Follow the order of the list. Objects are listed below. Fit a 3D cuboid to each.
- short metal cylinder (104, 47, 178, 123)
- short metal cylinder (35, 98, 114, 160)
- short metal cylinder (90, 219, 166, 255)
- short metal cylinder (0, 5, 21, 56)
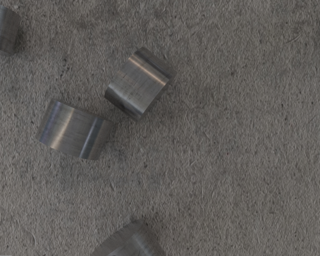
[{"bbox_3d":[-0.023,-0.052,0.382,0.050,0.080,0.080,38,90,0],"label":"short metal cylinder"},{"bbox_3d":[-0.104,0.001,0.382,0.080,0.080,0.050,22,90,0],"label":"short metal cylinder"},{"bbox_3d":[-0.040,0.158,0.382,0.080,0.080,0.050,-34,90,0],"label":"short metal cylinder"},{"bbox_3d":[-0.220,-0.125,0.381,0.080,0.080,0.050,13,90,0],"label":"short metal cylinder"}]
